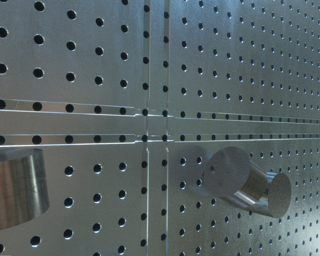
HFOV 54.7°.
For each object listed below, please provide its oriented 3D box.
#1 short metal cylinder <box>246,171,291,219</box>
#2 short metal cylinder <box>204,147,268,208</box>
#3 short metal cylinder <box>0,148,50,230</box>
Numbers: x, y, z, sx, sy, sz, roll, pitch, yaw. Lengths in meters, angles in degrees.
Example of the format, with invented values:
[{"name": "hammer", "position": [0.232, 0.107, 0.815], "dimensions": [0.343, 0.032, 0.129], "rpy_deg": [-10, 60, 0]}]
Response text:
[{"name": "short metal cylinder", "position": [0.194, 0.118, 0.559], "dimensions": [0.081, 0.050, 0.079], "rpy_deg": [0, 90, -40]}, {"name": "short metal cylinder", "position": [0.114, 0.075, 0.472], "dimensions": [0.050, 0.080, 0.080], "rpy_deg": [34, 69, -35]}, {"name": "short metal cylinder", "position": [-0.138, 0.049, 0.259], "dimensions": [0.081, 0.080, 0.050], "rpy_deg": [-9, 96, -40]}]
